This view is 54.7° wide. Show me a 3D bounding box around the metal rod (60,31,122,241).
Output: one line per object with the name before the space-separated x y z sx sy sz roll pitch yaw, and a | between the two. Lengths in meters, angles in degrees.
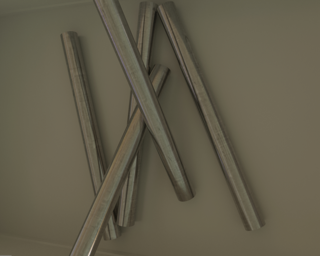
metal rod | -0.100 0.008 0.444 0.025 0.025 0.298 -15 85 19

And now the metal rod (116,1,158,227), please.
metal rod | -0.031 -0.017 0.420 0.025 0.025 0.298 7 92 19

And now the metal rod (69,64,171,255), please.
metal rod | -0.050 0.054 0.363 0.025 0.025 0.300 16 70 19

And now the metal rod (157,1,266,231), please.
metal rod | 0.061 -0.021 0.388 0.025 0.025 0.299 -23 83 18

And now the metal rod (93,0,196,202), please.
metal rod | -0.020 -0.045 0.357 0.025 0.025 0.299 -17 108 19
